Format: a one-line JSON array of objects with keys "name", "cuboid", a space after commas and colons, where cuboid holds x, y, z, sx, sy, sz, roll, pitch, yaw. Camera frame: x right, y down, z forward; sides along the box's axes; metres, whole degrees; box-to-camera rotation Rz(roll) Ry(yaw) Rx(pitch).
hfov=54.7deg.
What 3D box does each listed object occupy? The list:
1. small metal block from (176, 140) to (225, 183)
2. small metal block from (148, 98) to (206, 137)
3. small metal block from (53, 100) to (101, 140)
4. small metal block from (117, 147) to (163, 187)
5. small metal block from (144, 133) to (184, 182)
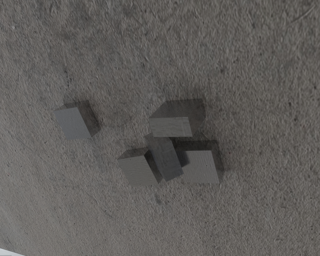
[{"name": "small metal block", "cuboid": [0.052, 0.044, 0.407, 0.050, 0.025, 0.050, -4, 117, 30]}, {"name": "small metal block", "cuboid": [0.022, -0.013, 0.371, 0.050, 0.050, 0.025, -1, 118, 29]}, {"name": "small metal block", "cuboid": [-0.124, -0.011, 0.465, 0.050, 0.025, 0.050, -6, 116, 31]}, {"name": "small metal block", "cuboid": [-0.027, 0.058, 0.457, 0.050, 0.025, 0.050, -13, 112, 33]}, {"name": "small metal block", "cuboid": [0.004, 0.035, 0.408, 0.025, 0.050, 0.050, -24, 111, -8]}]
